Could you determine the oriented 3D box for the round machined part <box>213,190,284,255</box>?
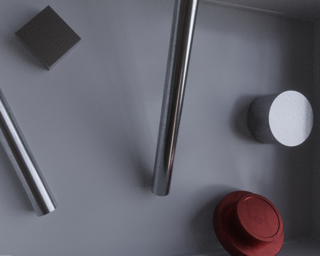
[{"bbox_3d":[0.126,0.129,0.423,0.099,0.042,0.098,11,49,-13],"label":"round machined part"}]

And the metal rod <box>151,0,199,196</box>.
[{"bbox_3d":[0.018,-0.051,0.354,0.025,0.025,0.298,-2,115,-20],"label":"metal rod"}]

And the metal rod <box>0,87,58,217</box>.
[{"bbox_3d":[-0.188,-0.040,0.340,0.025,0.025,0.299,-25,99,-19],"label":"metal rod"}]

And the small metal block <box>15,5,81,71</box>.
[{"bbox_3d":[-0.130,-0.104,0.363,0.050,0.025,0.050,46,76,-15],"label":"small metal block"}]

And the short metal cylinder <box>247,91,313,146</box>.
[{"bbox_3d":[0.180,-0.014,0.466,0.081,0.050,0.079,0,90,-21],"label":"short metal cylinder"}]
